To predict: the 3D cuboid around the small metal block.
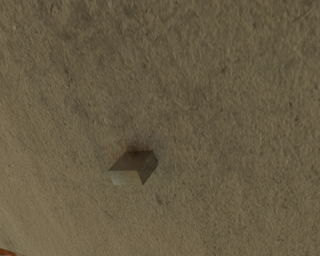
[{"bbox_3d":[-0.038,0.057,0.447,0.050,0.050,0.025,-5,116,30],"label":"small metal block"}]
